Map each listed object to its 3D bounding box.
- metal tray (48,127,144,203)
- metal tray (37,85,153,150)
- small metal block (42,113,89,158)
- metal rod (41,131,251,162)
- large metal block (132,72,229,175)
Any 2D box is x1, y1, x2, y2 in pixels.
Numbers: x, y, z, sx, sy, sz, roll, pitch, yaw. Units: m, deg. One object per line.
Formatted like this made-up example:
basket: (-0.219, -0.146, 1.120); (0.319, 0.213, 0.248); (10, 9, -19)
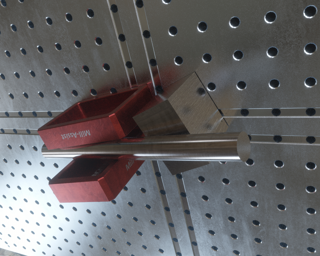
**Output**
metal tray: (-0.068, 0.042, 0.403); (0.090, 0.131, 0.030); (-10, 114, 32)
metal tray: (-0.081, -0.014, 0.401); (0.130, 0.090, 0.030); (-9, 115, 31)
small metal block: (-0.143, 0.011, 0.475); (0.025, 0.050, 0.050); (-8, 114, 31)
metal rod: (-0.045, 0.024, 0.351); (0.300, 0.025, 0.025); (-4, 117, 40)
large metal block: (0.027, -0.006, 0.355); (0.050, 0.080, 0.080); (-25, 105, 36)
